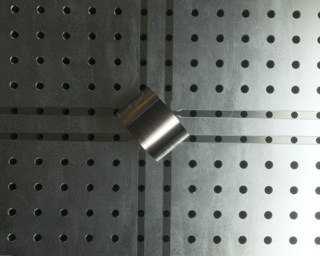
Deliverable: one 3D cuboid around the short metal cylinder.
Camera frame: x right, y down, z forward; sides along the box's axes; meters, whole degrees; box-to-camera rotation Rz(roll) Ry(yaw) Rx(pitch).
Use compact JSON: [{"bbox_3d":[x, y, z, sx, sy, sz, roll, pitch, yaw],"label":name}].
[{"bbox_3d":[-0.009,-0.005,0.385,0.050,0.080,0.080,-40,91,0],"label":"short metal cylinder"}]
